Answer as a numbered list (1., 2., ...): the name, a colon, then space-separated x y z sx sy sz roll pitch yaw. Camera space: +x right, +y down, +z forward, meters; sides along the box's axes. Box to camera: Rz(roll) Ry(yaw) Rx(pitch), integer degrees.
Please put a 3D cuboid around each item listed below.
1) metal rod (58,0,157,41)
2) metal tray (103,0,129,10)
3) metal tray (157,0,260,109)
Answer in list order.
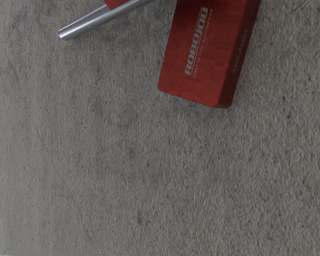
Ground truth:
1. metal rod: -0.063 -0.167 0.434 0.300 0.025 0.025 -1 89 46
2. metal tray: -0.008 -0.195 0.355 0.090 0.030 0.130 -8 42 40
3. metal tray: 0.053 -0.096 0.358 0.090 0.030 0.129 22 104 37
